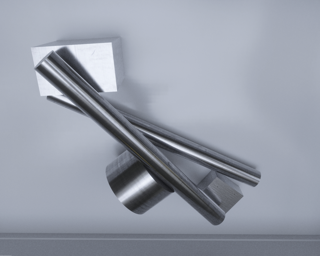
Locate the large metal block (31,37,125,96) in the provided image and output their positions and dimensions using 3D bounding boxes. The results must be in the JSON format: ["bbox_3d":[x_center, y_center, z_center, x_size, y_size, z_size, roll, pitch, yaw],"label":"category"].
[{"bbox_3d":[-0.087,-0.073,0.353,0.081,0.080,0.050,-3,110,1],"label":"large metal block"}]

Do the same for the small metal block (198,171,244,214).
[{"bbox_3d":[0.082,0.095,0.446,0.050,0.025,0.050,36,106,-13],"label":"small metal block"}]

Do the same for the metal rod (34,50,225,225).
[{"bbox_3d":[-0.015,0.030,0.359,0.025,0.025,0.300,-38,119,13],"label":"metal rod"}]

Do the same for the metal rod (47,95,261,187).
[{"bbox_3d":[-0.001,0.013,0.415,0.302,0.025,0.025,24,108,-9],"label":"metal rod"}]

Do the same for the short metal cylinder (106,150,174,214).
[{"bbox_3d":[-0.024,0.064,0.403,0.050,0.080,0.080,-38,106,12],"label":"short metal cylinder"}]
